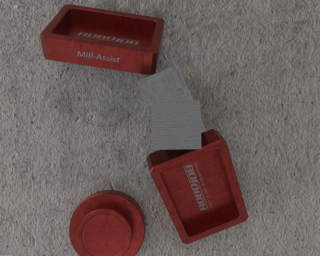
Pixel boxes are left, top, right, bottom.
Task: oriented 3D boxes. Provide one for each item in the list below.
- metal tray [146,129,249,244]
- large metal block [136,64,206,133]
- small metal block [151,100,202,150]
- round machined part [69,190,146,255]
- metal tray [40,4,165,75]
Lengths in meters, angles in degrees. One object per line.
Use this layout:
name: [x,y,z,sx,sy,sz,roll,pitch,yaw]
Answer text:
metal tray: [0.049,0.075,0.380,0.090,0.030,0.129,-22,117,0]
large metal block: [0.013,-0.022,0.380,0.050,0.080,0.080,-22,87,0]
small metal block: [0.017,-0.002,0.327,0.050,0.025,0.050,-1,87,1]
round machined part: [-0.069,0.133,0.401,0.099,0.042,0.097,0,90,0]
metal tray: [-0.064,-0.110,0.378,0.131,0.090,0.030,9,134,0]
